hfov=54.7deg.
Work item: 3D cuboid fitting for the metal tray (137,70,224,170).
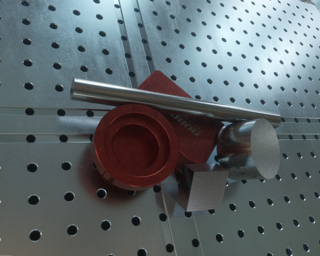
[{"bbox_3d":[0.018,-0.010,0.424,0.130,0.030,0.090,40,51,-2],"label":"metal tray"}]

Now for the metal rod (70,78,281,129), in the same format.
[{"bbox_3d":[0.039,-0.027,0.407,0.302,0.025,0.025,7,59,-25],"label":"metal rod"}]

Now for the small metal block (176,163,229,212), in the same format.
[{"bbox_3d":[0.051,0.071,0.377,0.050,0.025,0.050,3,104,-28],"label":"small metal block"}]

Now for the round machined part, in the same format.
[{"bbox_3d":[-0.031,0.025,0.361,0.099,0.042,0.098,9,65,-19],"label":"round machined part"}]

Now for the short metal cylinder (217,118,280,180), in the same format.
[{"bbox_3d":[0.122,0.030,0.422,0.081,0.050,0.080,12,73,-43],"label":"short metal cylinder"}]
